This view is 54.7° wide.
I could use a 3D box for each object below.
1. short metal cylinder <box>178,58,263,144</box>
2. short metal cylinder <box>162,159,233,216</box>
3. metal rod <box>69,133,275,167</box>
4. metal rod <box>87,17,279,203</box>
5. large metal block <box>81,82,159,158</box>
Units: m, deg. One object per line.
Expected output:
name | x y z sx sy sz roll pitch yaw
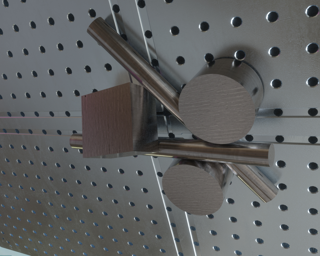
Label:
short metal cylinder | 0.067 -0.030 0.337 0.080 0.050 0.079 13 124 21
short metal cylinder | 0.050 0.067 0.405 0.080 0.050 0.079 13 124 21
metal rod | -0.009 0.024 0.404 0.300 0.025 0.025 2 120 34
metal rod | 0.030 -0.020 0.379 0.300 0.025 0.025 44 129 -3
large metal block | -0.051 -0.005 0.391 0.080 0.050 0.080 -10 79 33
